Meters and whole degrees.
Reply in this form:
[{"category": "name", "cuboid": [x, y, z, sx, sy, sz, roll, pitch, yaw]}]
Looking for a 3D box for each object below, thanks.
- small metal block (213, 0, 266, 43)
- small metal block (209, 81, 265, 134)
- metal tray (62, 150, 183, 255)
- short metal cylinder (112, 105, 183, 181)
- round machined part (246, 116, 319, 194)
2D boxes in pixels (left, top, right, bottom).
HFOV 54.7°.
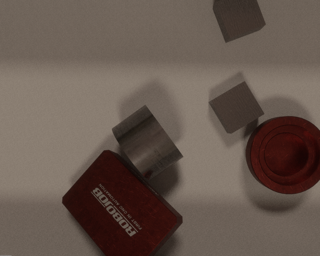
[{"category": "small metal block", "cuboid": [0.105, -0.148, 0.412, 0.050, 0.025, 0.050, -21, 91, 0]}, {"category": "small metal block", "cuboid": [0.101, -0.027, 0.413, 0.050, 0.025, 0.050, -31, 90, -1]}, {"category": "metal tray", "cuboid": [-0.049, 0.101, 0.383, 0.130, 0.030, 0.090, 41, 89, 23]}, {"category": "short metal cylinder", "cuboid": [-0.015, 0.018, 0.384, 0.050, 0.080, 0.080, -36, 90, 0]}, {"category": "round machined part", "cuboid": [0.161, 0.034, 0.405, 0.099, 0.042, 0.097, 0, 90, -1]}]
